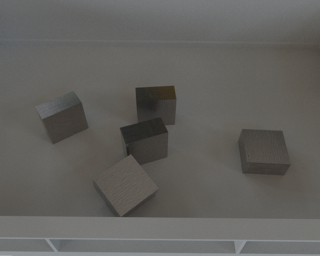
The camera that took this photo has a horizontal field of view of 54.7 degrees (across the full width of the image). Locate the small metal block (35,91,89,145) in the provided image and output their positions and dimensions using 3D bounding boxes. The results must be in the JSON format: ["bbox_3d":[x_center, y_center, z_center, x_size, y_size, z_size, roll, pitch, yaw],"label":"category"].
[{"bbox_3d":[-0.125,-0.013,0.398,0.050,0.050,0.025,-27,56,-21],"label":"small metal block"}]

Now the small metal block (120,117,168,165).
[{"bbox_3d":[-0.019,0.018,0.373,0.050,0.050,0.025,-15,52,-13],"label":"small metal block"}]

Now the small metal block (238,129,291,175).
[{"bbox_3d":[0.127,0.029,0.382,0.050,0.025,0.050,3,50,2],"label":"small metal block"}]

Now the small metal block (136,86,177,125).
[{"bbox_3d":[-0.006,-0.028,0.413,0.050,0.050,0.025,-4,50,-4],"label":"small metal block"}]

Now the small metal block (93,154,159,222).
[{"bbox_3d":[-0.038,0.066,0.342,0.050,0.025,0.050,-33,71,-25],"label":"small metal block"}]
